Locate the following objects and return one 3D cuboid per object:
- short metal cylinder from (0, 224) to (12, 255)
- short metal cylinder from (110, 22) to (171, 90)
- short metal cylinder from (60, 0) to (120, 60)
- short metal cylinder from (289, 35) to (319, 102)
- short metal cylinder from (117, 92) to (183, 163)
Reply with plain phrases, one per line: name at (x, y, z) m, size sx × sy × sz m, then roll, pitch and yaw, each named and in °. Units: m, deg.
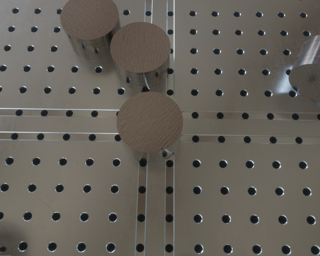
short metal cylinder at (-0.217, 0.141, 0.345) m, size 0.081 × 0.050 × 0.080 m, roll 0°, pitch 70°, yaw 0°
short metal cylinder at (-0.026, -0.100, 0.435) m, size 0.081 × 0.050 × 0.080 m, roll 0°, pitch 70°, yaw 0°
short metal cylinder at (-0.097, -0.147, 0.451) m, size 0.081 × 0.050 × 0.080 m, roll 0°, pitch 70°, yaw 0°
short metal cylinder at (0.221, -0.078, 0.412) m, size 0.080 × 0.080 × 0.050 m, roll 27°, pitch 73°, yaw 9°
short metal cylinder at (-0.012, 0.000, 0.398) m, size 0.081 × 0.050 × 0.080 m, roll 0°, pitch 70°, yaw 0°
